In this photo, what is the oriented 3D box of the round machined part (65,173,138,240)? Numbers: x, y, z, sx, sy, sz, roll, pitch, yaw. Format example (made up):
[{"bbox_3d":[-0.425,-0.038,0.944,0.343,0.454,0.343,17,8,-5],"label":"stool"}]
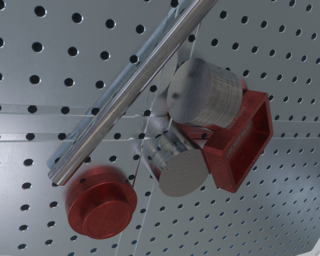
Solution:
[{"bbox_3d":[-0.077,0.115,0.429,0.099,0.042,0.097,-14,124,-21],"label":"round machined part"}]

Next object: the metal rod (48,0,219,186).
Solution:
[{"bbox_3d":[-0.030,-0.051,0.363,0.299,0.025,0.025,-49,129,7],"label":"metal rod"}]

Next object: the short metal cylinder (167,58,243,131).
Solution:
[{"bbox_3d":[0.053,-0.039,0.380,0.050,0.080,0.080,13,111,-34],"label":"short metal cylinder"}]

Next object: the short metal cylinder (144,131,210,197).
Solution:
[{"bbox_3d":[0.025,0.051,0.439,0.081,0.050,0.079,-14,124,-21],"label":"short metal cylinder"}]

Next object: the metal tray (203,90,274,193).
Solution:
[{"bbox_3d":[0.119,0.018,0.450,0.130,0.030,0.090,-48,134,-27],"label":"metal tray"}]
